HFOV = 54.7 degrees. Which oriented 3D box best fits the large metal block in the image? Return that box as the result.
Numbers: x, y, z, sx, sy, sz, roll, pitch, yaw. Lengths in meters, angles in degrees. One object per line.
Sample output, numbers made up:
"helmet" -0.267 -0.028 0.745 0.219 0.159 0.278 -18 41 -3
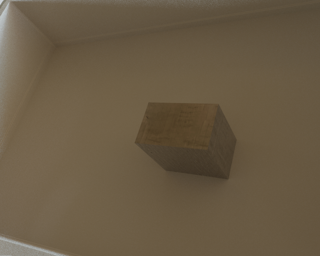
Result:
"large metal block" 0.032 0.015 0.344 0.080 0.080 0.050 4 64 29
